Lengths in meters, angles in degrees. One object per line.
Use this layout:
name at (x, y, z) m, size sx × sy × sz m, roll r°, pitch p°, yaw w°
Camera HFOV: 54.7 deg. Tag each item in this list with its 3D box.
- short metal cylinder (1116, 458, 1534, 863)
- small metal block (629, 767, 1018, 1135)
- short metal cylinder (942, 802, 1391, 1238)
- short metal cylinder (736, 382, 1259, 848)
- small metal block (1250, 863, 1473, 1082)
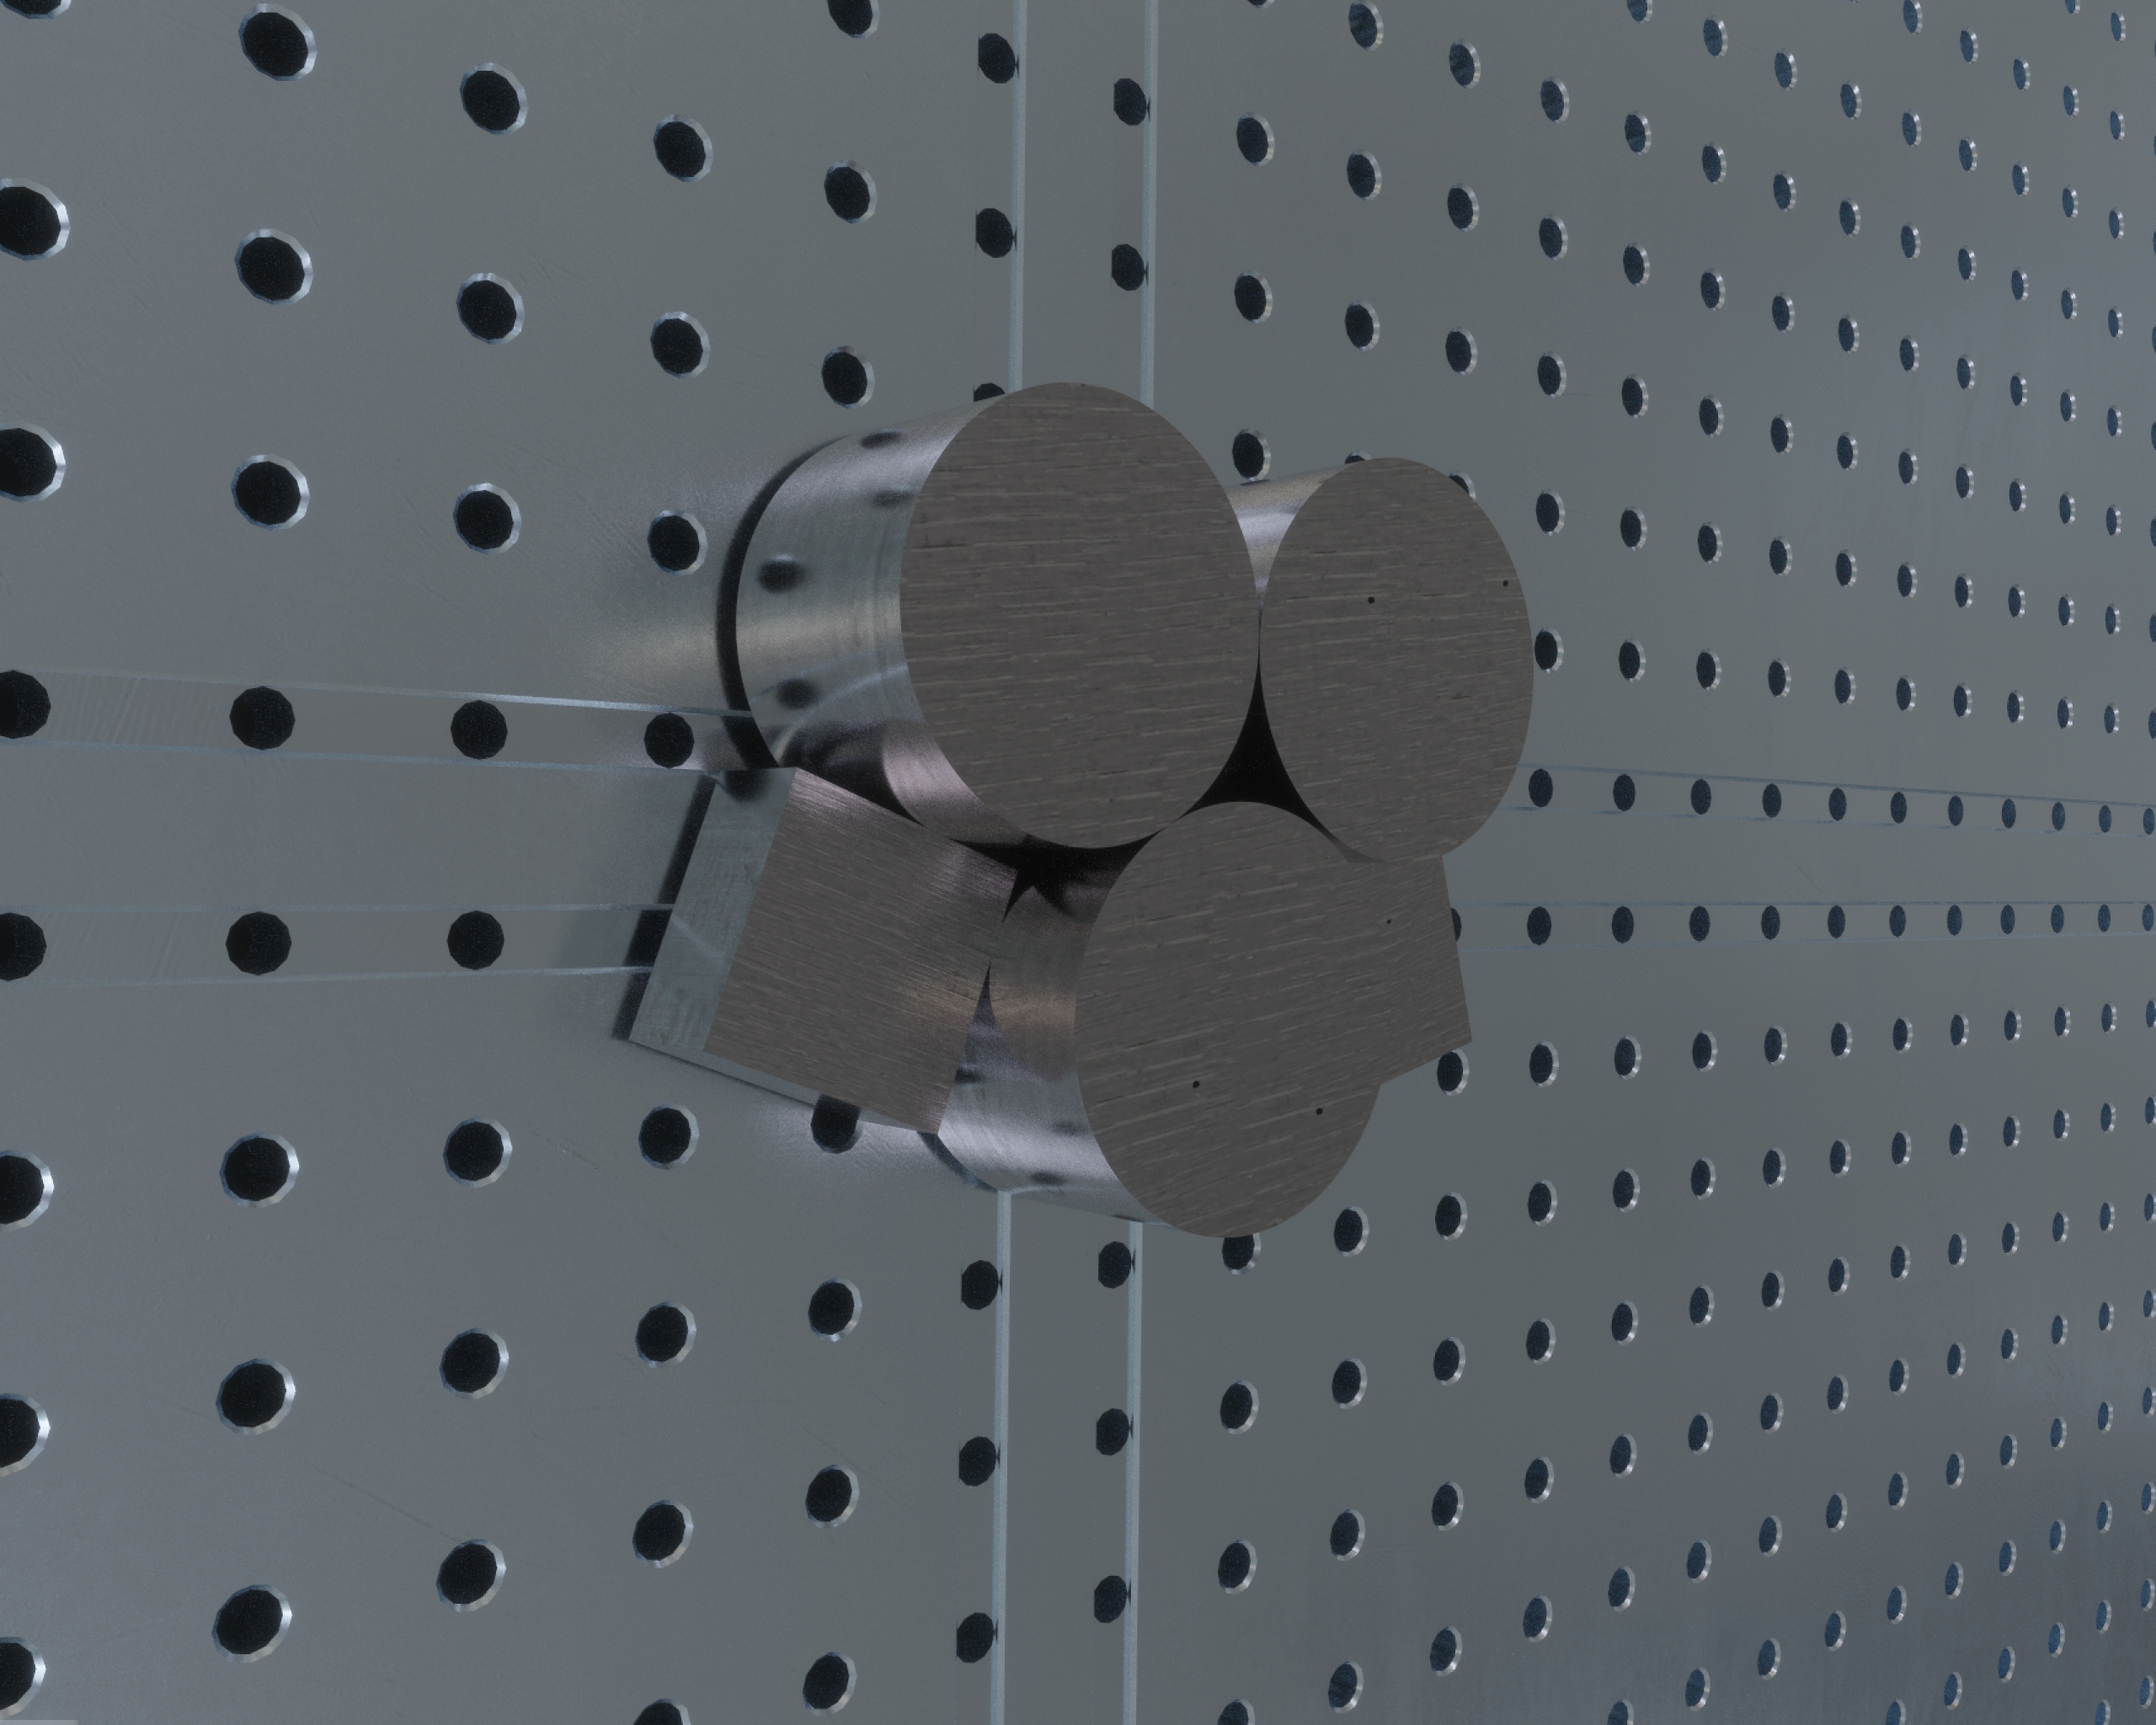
short metal cylinder at (0.048, -0.040, 0.429) m, size 0.081 × 0.050 × 0.079 m, roll 0°, pitch 90°, yaw -40°
small metal block at (-0.044, 0.016, 0.368) m, size 0.050 × 0.025 × 0.050 m, roll 26°, pitch 74°, yaw -37°
short metal cylinder at (0.014, 0.028, 0.400) m, size 0.081 × 0.050 × 0.079 m, roll 0°, pitch 90°, yaw -40°
short metal cylinder at (-0.014, -0.042, 0.377) m, size 0.081 × 0.050 × 0.079 m, roll 0°, pitch 90°, yaw -40°
small metal block at (0.056, 0.022, 0.453) m, size 0.050 × 0.025 × 0.050 m, roll -18°, pitch 102°, yaw -39°
